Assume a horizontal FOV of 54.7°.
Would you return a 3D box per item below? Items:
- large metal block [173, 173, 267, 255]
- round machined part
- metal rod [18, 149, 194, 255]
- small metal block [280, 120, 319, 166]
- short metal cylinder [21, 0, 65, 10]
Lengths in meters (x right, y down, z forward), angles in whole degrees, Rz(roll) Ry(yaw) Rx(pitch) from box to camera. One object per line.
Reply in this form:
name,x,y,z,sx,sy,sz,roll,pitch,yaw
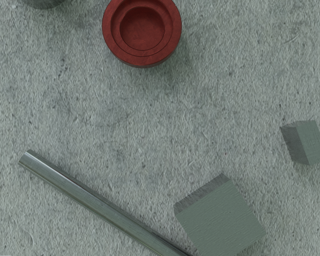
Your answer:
large metal block,0.074,0.117,0.399,0.080,0.050,0.080,-33,90,0
round machined part,-0.022,-0.126,0.401,0.099,0.042,0.097,0,90,-1
metal rod,-0.052,0.121,0.409,0.301,0.025,0.025,33,90,-1
small metal block,0.185,0.018,0.400,0.025,0.050,0.050,-20,90,0
short metal cylinder,-0.159,-0.201,0.395,0.081,0.050,0.079,0,90,-1
